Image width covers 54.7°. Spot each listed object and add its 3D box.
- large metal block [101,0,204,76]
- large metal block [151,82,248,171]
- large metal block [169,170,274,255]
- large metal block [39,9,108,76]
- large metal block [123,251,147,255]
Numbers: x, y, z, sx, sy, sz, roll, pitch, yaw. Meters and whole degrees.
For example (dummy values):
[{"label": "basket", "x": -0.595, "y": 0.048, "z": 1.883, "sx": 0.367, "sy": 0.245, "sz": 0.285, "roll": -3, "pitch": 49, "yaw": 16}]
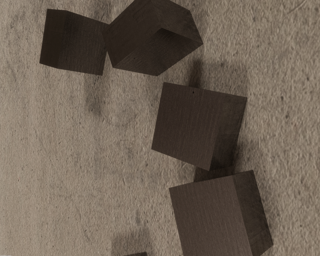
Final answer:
[{"label": "large metal block", "x": -0.009, "y": -0.109, "z": 0.375, "sx": 0.080, "sy": 0.081, "sz": 0.050, "roll": -30, "pitch": 72, "yaw": 36}, {"label": "large metal block", "x": 0.043, "y": -0.004, "z": 0.352, "sx": 0.080, "sy": 0.050, "sz": 0.079, "roll": 17, "pitch": 101, "yaw": 38}, {"label": "large metal block", "x": 0.064, "y": 0.095, "z": 0.335, "sx": 0.080, "sy": 0.050, "sz": 0.080, "roll": -20, "pitch": 77, "yaw": 38}, {"label": "large metal block", "x": -0.128, "y": -0.128, "z": 0.472, "sx": 0.050, "sy": 0.081, "sz": 0.079, "roll": 20, "pitch": 103, "yaw": 38}, {"label": "large metal block", "x": -0.052, "y": 0.225, "z": 0.430, "sx": 0.080, "sy": 0.050, "sz": 0.080, "roll": -27, "pitch": 73, "yaw": 36}]
